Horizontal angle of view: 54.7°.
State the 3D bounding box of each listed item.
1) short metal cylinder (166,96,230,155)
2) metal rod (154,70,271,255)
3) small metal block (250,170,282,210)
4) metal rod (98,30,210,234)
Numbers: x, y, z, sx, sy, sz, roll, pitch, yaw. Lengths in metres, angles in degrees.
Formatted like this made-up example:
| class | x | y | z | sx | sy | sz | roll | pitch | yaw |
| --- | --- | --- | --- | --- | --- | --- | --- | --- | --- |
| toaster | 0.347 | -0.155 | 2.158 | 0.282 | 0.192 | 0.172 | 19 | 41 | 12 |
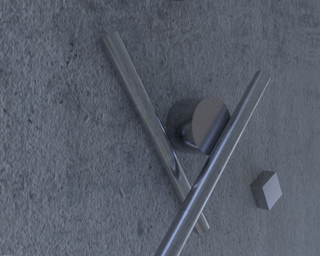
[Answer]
| class | x | y | z | sx | sy | sz | roll | pitch | yaw |
| --- | --- | --- | --- | --- | --- | --- | --- | --- | --- |
| short metal cylinder | 0.055 | -0.003 | 0.435 | 0.081 | 0.050 | 0.079 | 0 | 90 | -40 |
| metal rod | 0.080 | 0.035 | 0.406 | 0.025 | 0.025 | 0.301 | 49 | 61 | -29 |
| small metal block | 0.196 | 0.114 | 0.569 | 0.050 | 0.025 | 0.050 | -34 | 111 | -35 |
| metal rod | 0.001 | 0.020 | 0.405 | 0.025 | 0.025 | 0.299 | -39 | 114 | -33 |
